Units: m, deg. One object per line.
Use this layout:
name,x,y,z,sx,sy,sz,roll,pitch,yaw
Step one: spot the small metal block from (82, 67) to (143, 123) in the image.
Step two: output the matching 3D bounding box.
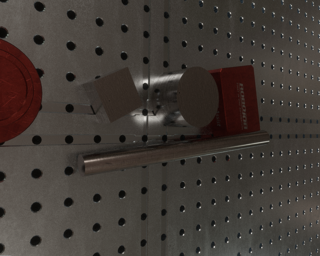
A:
small metal block,-0.055,-0.039,0.365,0.050,0.025,0.050,-33,111,-35

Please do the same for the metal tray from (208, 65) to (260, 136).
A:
metal tray,0.124,-0.035,0.513,0.091,0.030,0.129,-15,99,-39

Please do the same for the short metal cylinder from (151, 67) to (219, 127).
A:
short metal cylinder,0.035,-0.041,0.425,0.081,0.050,0.079,0,90,-40

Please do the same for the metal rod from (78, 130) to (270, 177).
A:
metal rod,0.041,0.028,0.420,0.303,0.025,0.025,-6,94,-33

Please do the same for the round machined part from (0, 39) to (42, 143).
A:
round machined part,-0.152,-0.034,0.271,0.099,0.042,0.097,0,90,-40
